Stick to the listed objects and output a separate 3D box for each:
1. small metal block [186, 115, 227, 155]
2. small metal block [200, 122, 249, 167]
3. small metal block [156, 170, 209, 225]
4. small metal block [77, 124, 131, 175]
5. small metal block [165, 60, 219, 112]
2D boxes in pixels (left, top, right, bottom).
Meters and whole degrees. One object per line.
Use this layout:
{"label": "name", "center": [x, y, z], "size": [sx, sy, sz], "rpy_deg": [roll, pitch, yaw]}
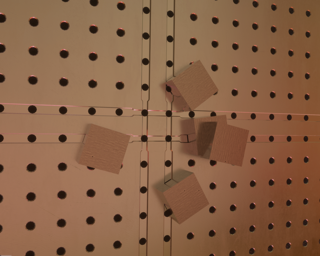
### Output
{"label": "small metal block", "center": [0.068, 0.009, 0.437], "size": [0.050, 0.025, 0.050], "rpy_deg": [-8, 93, -20]}
{"label": "small metal block", "center": [0.087, 0.022, 0.418], "size": [0.050, 0.025, 0.050], "rpy_deg": [14, 85, -20]}
{"label": "small metal block", "center": [0.031, 0.094, 0.424], "size": [0.050, 0.025, 0.050], "rpy_deg": [-30, 100, -18]}
{"label": "small metal block", "center": [-0.070, 0.026, 0.387], "size": [0.050, 0.025, 0.050], "rpy_deg": [19, 84, -19]}
{"label": "small metal block", "center": [0.044, -0.058, 0.428], "size": [0.050, 0.025, 0.050], "rpy_deg": [-38, 102, -16]}
